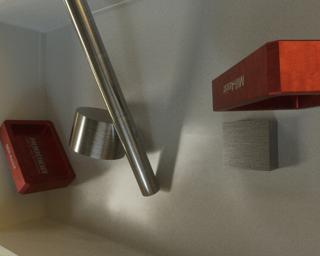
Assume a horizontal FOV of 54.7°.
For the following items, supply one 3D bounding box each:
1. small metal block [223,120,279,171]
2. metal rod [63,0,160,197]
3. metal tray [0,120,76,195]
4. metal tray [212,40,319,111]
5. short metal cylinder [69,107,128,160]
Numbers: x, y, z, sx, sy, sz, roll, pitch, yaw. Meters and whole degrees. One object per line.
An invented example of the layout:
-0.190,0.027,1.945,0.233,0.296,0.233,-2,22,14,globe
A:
0.095,0.018,0.327,0.050,0.025,0.050,-1,89,39,small metal block
-0.062,-0.050,0.378,0.025,0.025,0.298,-7,110,39,metal rod
-0.213,0.045,0.536,0.030,0.091,0.130,-46,63,30,metal tray
0.100,-0.033,0.238,0.091,0.130,0.030,-2,89,-5,metal tray
-0.083,0.006,0.437,0.080,0.081,0.050,25,106,37,short metal cylinder
